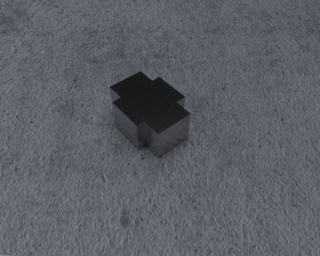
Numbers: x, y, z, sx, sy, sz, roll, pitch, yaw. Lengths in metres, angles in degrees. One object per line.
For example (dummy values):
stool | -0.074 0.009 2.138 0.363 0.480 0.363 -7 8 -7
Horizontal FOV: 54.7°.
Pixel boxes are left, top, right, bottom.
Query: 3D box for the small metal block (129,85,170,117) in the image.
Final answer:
small metal block | -0.014 -0.019 0.404 0.025 0.050 0.050 -33 58 -24

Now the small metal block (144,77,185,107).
small metal block | 0.006 -0.032 0.414 0.025 0.050 0.050 -34 58 -25

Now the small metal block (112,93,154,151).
small metal block | -0.033 -0.007 0.393 0.025 0.050 0.050 -33 58 -24

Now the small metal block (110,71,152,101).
small metal block | -0.038 -0.042 0.422 0.050 0.050 0.025 -32 57 -24

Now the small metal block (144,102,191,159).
small metal block | 0.009 0.004 0.385 0.050 0.050 0.025 -32 57 -24
